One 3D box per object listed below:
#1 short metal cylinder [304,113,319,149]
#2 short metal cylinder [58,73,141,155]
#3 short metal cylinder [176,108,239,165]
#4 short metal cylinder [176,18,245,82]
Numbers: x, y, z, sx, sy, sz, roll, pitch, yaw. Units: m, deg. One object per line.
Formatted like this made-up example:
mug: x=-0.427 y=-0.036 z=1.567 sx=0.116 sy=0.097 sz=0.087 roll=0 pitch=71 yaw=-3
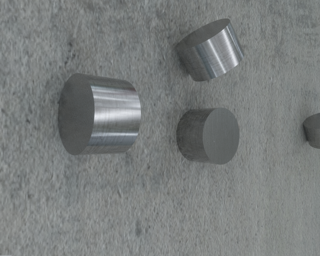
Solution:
short metal cylinder: x=0.364 y=0.004 z=0.679 sx=0.081 sy=0.080 sz=0.050 roll=-36 pitch=113 yaw=-34
short metal cylinder: x=-0.064 y=-0.013 z=0.317 sx=0.050 sy=0.080 sz=0.079 roll=2 pitch=89 yaw=-40
short metal cylinder: x=0.070 y=0.011 z=0.450 sx=0.081 sy=0.050 sz=0.079 roll=0 pitch=90 yaw=-40
short metal cylinder: x=0.069 y=-0.108 z=0.429 sx=0.080 sy=0.080 sz=0.050 roll=-48 pitch=119 yaw=-30
